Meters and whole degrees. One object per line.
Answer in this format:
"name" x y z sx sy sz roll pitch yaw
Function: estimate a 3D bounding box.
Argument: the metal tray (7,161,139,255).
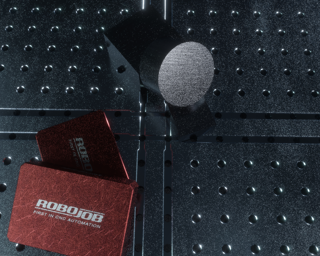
"metal tray" -0.097 0.093 0.350 0.131 0.030 0.089 10 89 7

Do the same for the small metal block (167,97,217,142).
"small metal block" 0.041 -0.014 0.417 0.050 0.025 0.050 -18 71 -7

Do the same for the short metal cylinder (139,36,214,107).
"short metal cylinder" 0.021 -0.073 0.393 0.080 0.080 0.050 -36 36 -12

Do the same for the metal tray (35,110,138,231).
"metal tray" -0.092 0.051 0.389 0.091 0.030 0.130 -20 72 -8

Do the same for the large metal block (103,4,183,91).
"large metal block" -0.020 -0.113 0.440 0.080 0.050 0.080 -36 74 -13
